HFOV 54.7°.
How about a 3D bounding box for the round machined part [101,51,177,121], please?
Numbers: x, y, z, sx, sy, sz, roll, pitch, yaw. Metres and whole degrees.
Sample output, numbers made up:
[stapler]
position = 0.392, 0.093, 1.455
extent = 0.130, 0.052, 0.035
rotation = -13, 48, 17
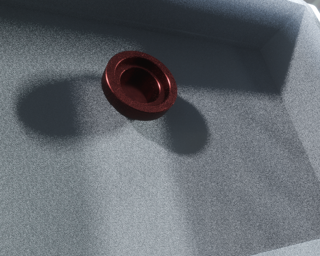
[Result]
[round machined part]
position = -0.030, -0.051, 0.411
extent = 0.099, 0.042, 0.098
rotation = 14, 56, -21
